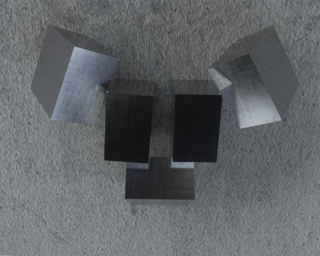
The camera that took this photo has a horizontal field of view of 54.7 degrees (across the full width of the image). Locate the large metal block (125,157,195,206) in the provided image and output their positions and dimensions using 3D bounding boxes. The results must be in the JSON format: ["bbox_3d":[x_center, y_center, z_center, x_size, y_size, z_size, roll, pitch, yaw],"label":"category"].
[{"bbox_3d":[0.000,0.071,0.401,0.081,0.080,0.050,1,71,-1],"label":"large metal block"}]

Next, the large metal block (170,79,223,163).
[{"bbox_3d":[0.040,-0.012,0.378,0.050,0.080,0.079,1,110,-1],"label":"large metal block"}]

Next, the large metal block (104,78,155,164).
[{"bbox_3d":[-0.035,-0.012,0.377,0.050,0.080,0.079,5,110,-2],"label":"large metal block"}]

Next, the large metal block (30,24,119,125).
[{"bbox_3d":[-0.100,-0.060,0.349,0.050,0.080,0.079,7,115,-42],"label":"large metal block"}]

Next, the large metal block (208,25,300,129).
[{"bbox_3d":[0.111,-0.058,0.355,0.050,0.080,0.080,-15,114,45],"label":"large metal block"}]
